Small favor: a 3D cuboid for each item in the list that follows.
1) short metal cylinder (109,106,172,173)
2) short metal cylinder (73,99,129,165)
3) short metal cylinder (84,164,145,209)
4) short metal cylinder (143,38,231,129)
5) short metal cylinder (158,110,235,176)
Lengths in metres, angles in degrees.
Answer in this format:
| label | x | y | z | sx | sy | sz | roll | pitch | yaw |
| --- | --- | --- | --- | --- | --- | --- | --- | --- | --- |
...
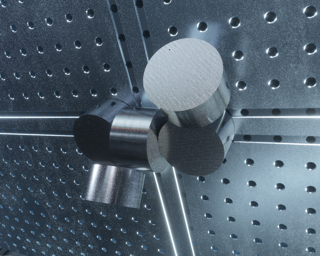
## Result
| label | x | y | z | sx | sy | sz | roll | pitch | yaw |
| --- | --- | --- | --- | --- | --- | --- | --- | --- | --- |
| short metal cylinder | -0.020 | 0.014 | 0.393 | 0.050 | 0.080 | 0.079 | 5 | 121 | 25 |
| short metal cylinder | -0.073 | 0.006 | 0.434 | 0.080 | 0.050 | 0.079 | 13 | 124 | 20 |
| short metal cylinder | -0.065 | 0.086 | 0.454 | 0.080 | 0.050 | 0.080 | 9 | 165 | 3 |
| short metal cylinder | 0.029 | -0.045 | 0.323 | 0.080 | 0.080 | 0.050 | 8 | 164 | 23 |
| short metal cylinder | 0.045 | 0.011 | 0.376 | 0.080 | 0.050 | 0.079 | 13 | 124 | 20 |
